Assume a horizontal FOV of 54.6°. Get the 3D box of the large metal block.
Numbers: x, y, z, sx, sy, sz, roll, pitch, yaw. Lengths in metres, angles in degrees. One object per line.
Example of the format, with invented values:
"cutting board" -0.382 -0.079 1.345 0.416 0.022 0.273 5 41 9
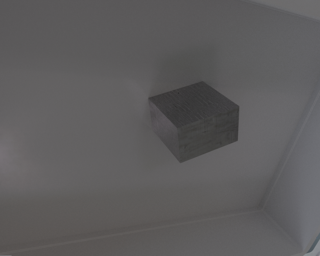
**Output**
"large metal block" 0.041 -0.011 0.388 0.081 0.080 0.050 -19 126 -17
